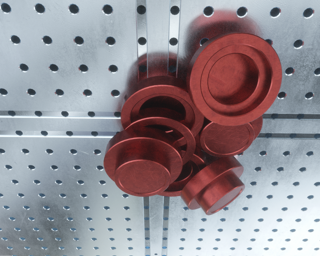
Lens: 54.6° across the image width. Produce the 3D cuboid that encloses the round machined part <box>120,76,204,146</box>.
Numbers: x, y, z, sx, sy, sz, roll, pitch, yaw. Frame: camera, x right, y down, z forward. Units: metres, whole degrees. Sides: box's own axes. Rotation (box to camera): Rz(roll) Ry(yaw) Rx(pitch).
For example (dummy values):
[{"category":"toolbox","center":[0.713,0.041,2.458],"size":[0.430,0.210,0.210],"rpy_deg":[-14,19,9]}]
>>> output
[{"category":"round machined part","center":[0.003,-0.023,0.381],"size":[0.099,0.042,0.097],"rpy_deg":[0,130,0]}]

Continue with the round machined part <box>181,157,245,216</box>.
[{"category":"round machined part","center":[0.082,0.087,0.443],"size":[0.099,0.042,0.098],"rpy_deg":[-27,150,-17]}]

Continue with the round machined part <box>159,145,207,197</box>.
[{"category":"round machined part","center":[0.017,0.052,0.444],"size":[0.099,0.042,0.097],"rpy_deg":[0,130,0]}]

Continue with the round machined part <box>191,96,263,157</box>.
[{"category":"round machined part","center":[0.083,0.000,0.401],"size":[0.099,0.042,0.097],"rpy_deg":[0,130,0]}]

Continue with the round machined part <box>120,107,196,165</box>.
[{"category":"round machined part","center":[-0.004,0.011,0.409],"size":[0.099,0.042,0.097],"rpy_deg":[0,130,0]}]

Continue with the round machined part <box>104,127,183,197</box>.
[{"category":"round machined part","center":[-0.021,0.049,0.386],"size":[0.099,0.042,0.097],"rpy_deg":[0,130,0]}]

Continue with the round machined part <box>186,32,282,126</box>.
[{"category":"round machined part","center":[0.077,-0.054,0.340],"size":[0.099,0.042,0.097],"rpy_deg":[-2,109,-6]}]
